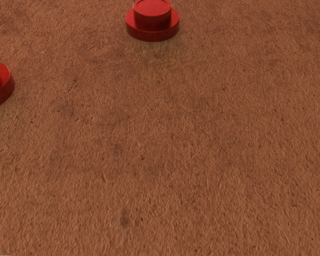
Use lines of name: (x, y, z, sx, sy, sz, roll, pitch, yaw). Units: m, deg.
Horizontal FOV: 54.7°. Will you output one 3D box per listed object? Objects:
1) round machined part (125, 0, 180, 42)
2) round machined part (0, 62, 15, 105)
round machined part: (-0.013, -0.202, 0.562, 0.099, 0.042, 0.098, 0, 50, 0)
round machined part: (-0.268, -0.069, 0.446, 0.099, 0.042, 0.098, 0, 50, 0)
